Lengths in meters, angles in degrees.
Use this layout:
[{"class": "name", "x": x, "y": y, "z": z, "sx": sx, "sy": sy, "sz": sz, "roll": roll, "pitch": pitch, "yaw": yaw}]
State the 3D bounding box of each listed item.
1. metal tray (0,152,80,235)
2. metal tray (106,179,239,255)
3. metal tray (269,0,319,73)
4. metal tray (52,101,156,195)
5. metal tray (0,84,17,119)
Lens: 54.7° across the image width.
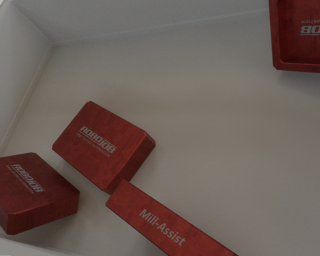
[{"class": "metal tray", "x": -0.179, "y": 0.078, "z": 0.407, "sx": 0.130, "sy": 0.091, "sz": 0.030, "roll": 27, "pitch": 114, "yaw": 37}, {"class": "metal tray", "x": 0.020, "y": 0.102, "z": 0.290, "sx": 0.130, "sy": 0.090, "sz": 0.030, "roll": 25, "pitch": 76, "yaw": 36}, {"class": "metal tray", "x": 0.179, "y": -0.102, "z": 0.314, "sx": 0.030, "sy": 0.089, "sz": 0.130, "roll": -31, "pitch": 30, "yaw": -31}, {"class": "metal tray", "x": -0.081, "y": 0.024, "z": 0.429, "sx": 0.130, "sy": 0.030, "sz": 0.090, "roll": 28, "pitch": 77, "yaw": 37}, {"class": "metal tray", "x": -0.349, "y": -0.031, "z": 0.603, "sx": 0.090, "sy": 0.030, "sz": 0.130, "roll": 22, "pitch": 73, "yaw": 35}]
